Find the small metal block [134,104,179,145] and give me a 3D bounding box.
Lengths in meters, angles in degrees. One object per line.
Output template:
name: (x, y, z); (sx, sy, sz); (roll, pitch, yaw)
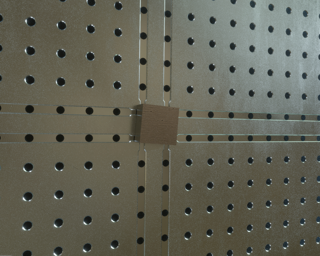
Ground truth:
small metal block: (-0.004, -0.004, 0.412); (0.050, 0.025, 0.050); (5, 88, -20)
